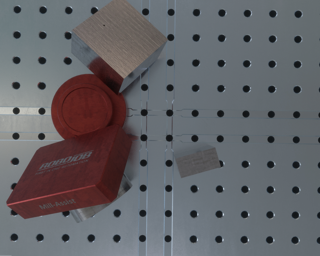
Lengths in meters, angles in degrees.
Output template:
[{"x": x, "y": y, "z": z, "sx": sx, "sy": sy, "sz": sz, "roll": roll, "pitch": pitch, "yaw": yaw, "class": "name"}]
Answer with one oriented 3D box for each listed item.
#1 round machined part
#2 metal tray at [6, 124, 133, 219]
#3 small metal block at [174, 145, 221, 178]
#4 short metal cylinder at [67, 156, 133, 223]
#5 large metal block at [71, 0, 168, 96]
[{"x": -0.093, "y": -0.022, "z": 0.404, "sx": 0.099, "sy": 0.042, "sz": 0.097, "roll": 0, "pitch": 90, "yaw": 0, "class": "round machined part"}, {"x": -0.102, "y": 0.050, "z": 0.358, "sx": 0.130, "sy": 0.090, "sz": 0.030, "roll": -16, "pitch": 127, "yaw": 23, "class": "metal tray"}, {"x": 0.047, "y": 0.042, "z": 0.401, "sx": 0.050, "sy": 0.050, "sz": 0.025, "roll": -16, "pitch": 90, "yaw": 0, "class": "small metal block"}, {"x": -0.082, "y": 0.072, "z": 0.385, "sx": 0.080, "sy": 0.080, "sz": 0.050, "roll": -33, "pitch": 90, "yaw": 0, "class": "short metal cylinder"}, {"x": -0.051, "y": -0.102, "z": 0.386, "sx": 0.080, "sy": 0.050, "sz": 0.080, "roll": 43, "pitch": 67, "yaw": 0, "class": "large metal block"}]
